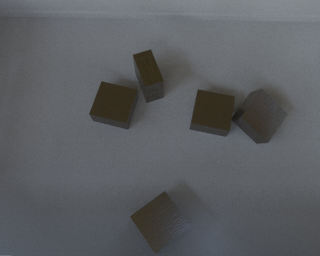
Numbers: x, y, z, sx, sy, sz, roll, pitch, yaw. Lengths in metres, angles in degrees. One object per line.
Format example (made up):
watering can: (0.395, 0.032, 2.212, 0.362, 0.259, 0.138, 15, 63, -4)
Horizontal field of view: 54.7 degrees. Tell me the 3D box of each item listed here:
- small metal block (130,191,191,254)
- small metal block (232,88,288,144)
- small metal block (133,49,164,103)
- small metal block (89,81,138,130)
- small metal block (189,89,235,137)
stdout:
small metal block: (0.000, 0.112, 0.369, 0.050, 0.025, 0.050, -35, 74, -12)
small metal block: (0.131, -0.015, 0.408, 0.050, 0.025, 0.050, 42, 74, -10)
small metal block: (-0.015, -0.069, 0.422, 0.025, 0.050, 0.050, -19, 71, -7)
small metal block: (-0.061, -0.031, 0.420, 0.050, 0.025, 0.050, 14, 71, 5)
small metal block: (0.070, -0.020, 0.418, 0.050, 0.025, 0.050, 12, 70, 4)
